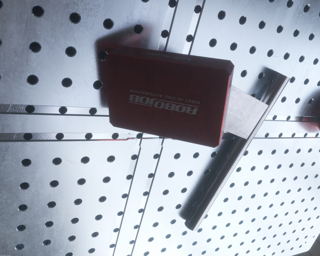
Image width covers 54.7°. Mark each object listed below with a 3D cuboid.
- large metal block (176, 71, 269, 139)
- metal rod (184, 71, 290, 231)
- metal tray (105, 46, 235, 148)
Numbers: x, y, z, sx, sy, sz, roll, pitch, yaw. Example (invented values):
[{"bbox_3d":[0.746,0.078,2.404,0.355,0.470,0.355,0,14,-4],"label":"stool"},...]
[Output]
[{"bbox_3d":[0.074,-0.036,0.395,0.080,0.080,0.050,19,107,-36],"label":"large metal block"},{"bbox_3d":[0.119,0.047,0.508,0.025,0.025,0.298,15,111,-35],"label":"metal rod"},{"bbox_3d":[0.008,-0.035,0.339,0.130,0.030,0.089,11,122,15],"label":"metal tray"}]
